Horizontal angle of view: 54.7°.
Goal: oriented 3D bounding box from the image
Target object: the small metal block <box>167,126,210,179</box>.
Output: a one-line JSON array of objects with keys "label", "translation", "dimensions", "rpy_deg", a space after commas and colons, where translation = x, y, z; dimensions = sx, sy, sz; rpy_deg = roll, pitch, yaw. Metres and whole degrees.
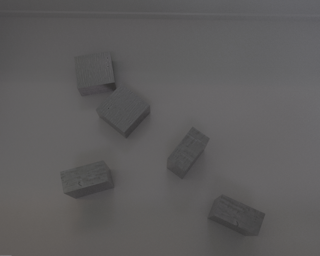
[{"label": "small metal block", "translation": [0.034, 0.032, 0.385], "dimensions": [0.025, 0.050, 0.050], "rpy_deg": [36, 74, 12]}]

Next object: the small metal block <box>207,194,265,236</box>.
[{"label": "small metal block", "translation": [0.087, 0.102, 0.359], "dimensions": [0.050, 0.050, 0.025], "rpy_deg": [24, 72, 8]}]

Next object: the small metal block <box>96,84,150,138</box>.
[{"label": "small metal block", "translation": [-0.049, -0.023, 0.417], "dimensions": [0.050, 0.025, 0.050], "rpy_deg": [38, 74, 12]}]

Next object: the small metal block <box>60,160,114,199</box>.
[{"label": "small metal block", "translation": [-0.086, 0.063, 0.373], "dimensions": [0.050, 0.050, 0.025], "rpy_deg": [-15, 71, -5]}]

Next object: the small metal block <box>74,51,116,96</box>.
[{"label": "small metal block", "translation": [-0.091, -0.076, 0.437], "dimensions": [0.050, 0.025, 0.050], "rpy_deg": [-10, 70, -4]}]
